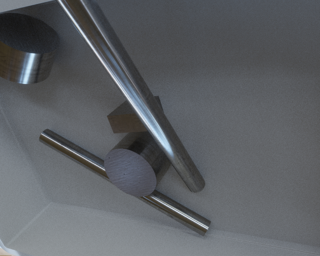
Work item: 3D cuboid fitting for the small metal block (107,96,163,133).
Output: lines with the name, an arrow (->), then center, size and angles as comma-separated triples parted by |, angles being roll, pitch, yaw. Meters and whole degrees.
small metal block -> -0.030, -0.017, 0.396 | 0.050, 0.050, 0.025 | -4, 116, 30

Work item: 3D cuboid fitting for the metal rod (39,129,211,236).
metal rod -> -0.061, 0.082, 0.489 | 0.301, 0.025, 0.025 | 28, 128, 10

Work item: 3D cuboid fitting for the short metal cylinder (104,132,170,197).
short metal cylinder -> -0.031, 0.050, 0.438 | 0.080, 0.050, 0.079 | 13, 124, 20

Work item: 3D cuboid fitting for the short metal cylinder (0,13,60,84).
short metal cylinder -> -0.177, -0.103, 0.400 | 0.080, 0.080, 0.050 | 37, 129, 3

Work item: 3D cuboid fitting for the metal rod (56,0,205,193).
metal rod -> -0.007, -0.011, 0.327 | 0.025, 0.025, 0.299 | -1, 143, 28
